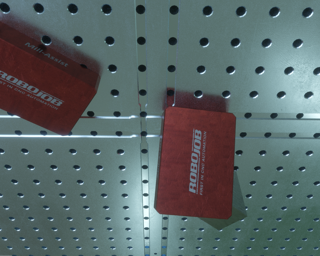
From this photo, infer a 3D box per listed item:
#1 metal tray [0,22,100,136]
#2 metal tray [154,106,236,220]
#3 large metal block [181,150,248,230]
[{"bbox_3d":[-0.149,-0.052,0.362,0.131,0.030,0.090,27,125,-22],"label":"metal tray"},{"bbox_3d":[0.044,0.043,0.386,0.091,0.129,0.030,6,169,-6],"label":"metal tray"},{"bbox_3d":[0.075,0.089,0.452,0.050,0.080,0.080,-37,121,27],"label":"large metal block"}]
